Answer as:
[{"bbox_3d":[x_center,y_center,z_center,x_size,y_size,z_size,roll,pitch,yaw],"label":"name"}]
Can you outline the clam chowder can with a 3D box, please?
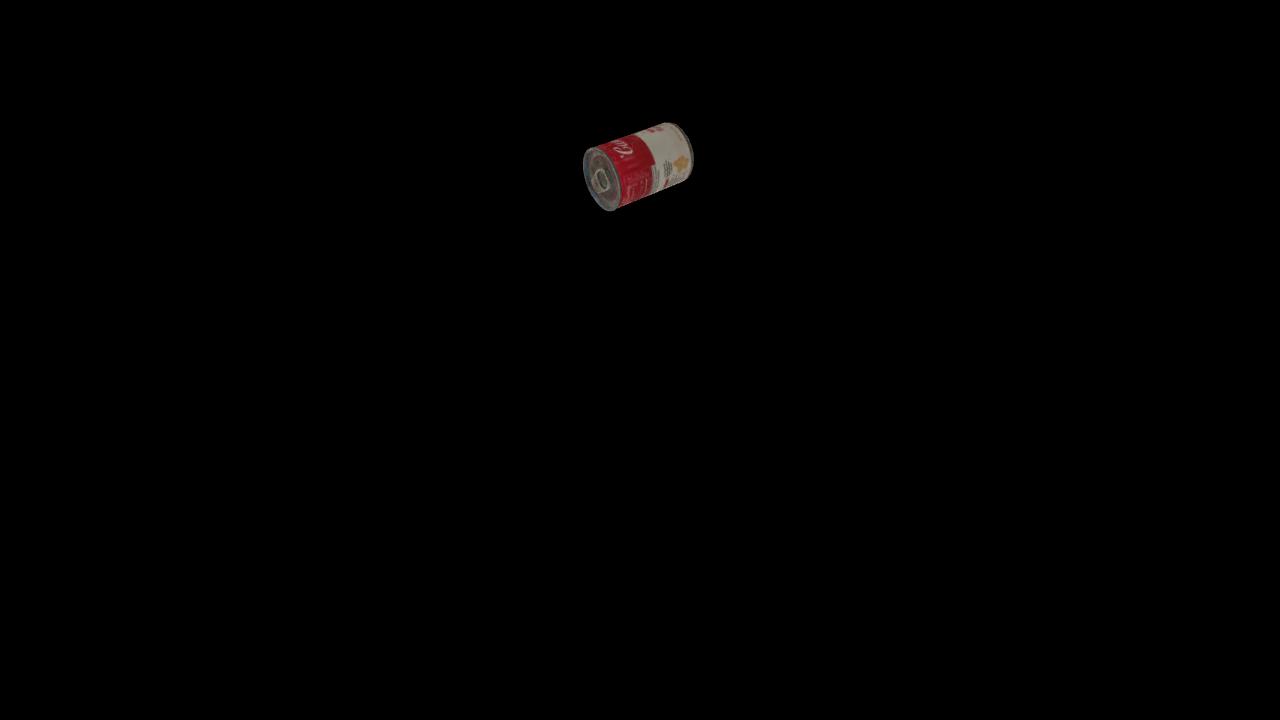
[{"bbox_3d":[-0.001,-0.209,0.663,0.102,0.068,0.068,-28,13,-25],"label":"clam chowder can"}]
